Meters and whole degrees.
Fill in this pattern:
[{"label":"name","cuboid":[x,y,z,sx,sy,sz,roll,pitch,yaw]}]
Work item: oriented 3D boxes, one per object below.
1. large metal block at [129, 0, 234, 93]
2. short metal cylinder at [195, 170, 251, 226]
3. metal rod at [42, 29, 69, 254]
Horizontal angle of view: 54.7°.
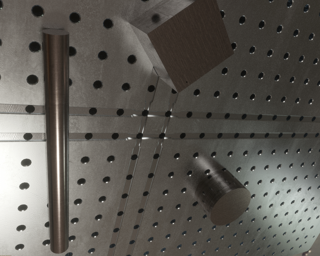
[{"label":"large metal block","cuboid":[0.026,-0.101,0.349,0.080,0.050,0.080,-36,130,-5]},{"label":"short metal cylinder","cuboid":[0.107,0.119,0.530,0.081,0.050,0.079,-14,125,-21]},{"label":"metal rod","cuboid":[-0.121,0.037,0.368,0.025,0.025,0.298,-6,121,-26]}]
